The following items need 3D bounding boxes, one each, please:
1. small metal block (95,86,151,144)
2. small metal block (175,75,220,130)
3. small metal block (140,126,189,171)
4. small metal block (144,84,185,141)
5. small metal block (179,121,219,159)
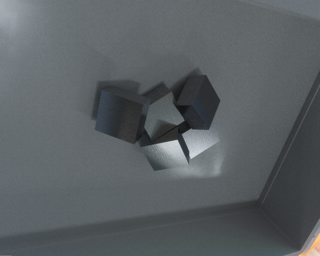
[{"bbox_3d":[-0.043,-0.016,0.357,0.050,0.025,0.050,20,114,10],"label":"small metal block"},{"bbox_3d":[0.051,-0.032,0.401,0.050,0.025,0.050,51,53,-40],"label":"small metal block"},{"bbox_3d":[0.008,0.029,0.415,0.050,0.025,0.050,-12,130,17],"label":"small metal block"},{"bbox_3d":[-0.003,-0.019,0.394,0.050,0.025,0.050,-33,129,-7],"label":"small metal block"},{"bbox_3d":[0.052,0.008,0.442,0.050,0.025,0.050,-31,129,-8],"label":"small metal block"}]
